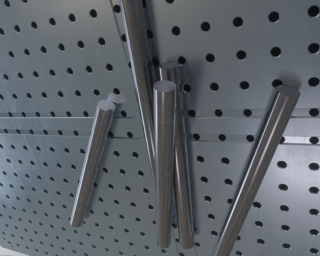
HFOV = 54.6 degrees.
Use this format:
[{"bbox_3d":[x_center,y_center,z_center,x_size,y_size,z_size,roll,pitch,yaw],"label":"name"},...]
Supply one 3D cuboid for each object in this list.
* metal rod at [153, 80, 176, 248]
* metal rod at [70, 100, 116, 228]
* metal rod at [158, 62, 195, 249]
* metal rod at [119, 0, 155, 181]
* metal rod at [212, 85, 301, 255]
[{"bbox_3d":[0.006,0.072,0.425,0.025,0.025,0.298,16,131,19],"label":"metal rod"},{"bbox_3d":[-0.120,0.077,0.522,0.025,0.025,0.298,30,128,9],"label":"metal rod"},{"bbox_3d":[0.027,0.057,0.432,0.025,0.025,0.298,7,122,25],"label":"metal rod"},{"bbox_3d":[-0.020,-0.059,0.385,0.025,0.025,0.298,6,121,25],"label":"metal rod"},{"bbox_3d":[0.112,0.083,0.403,0.025,0.025,0.298,20,126,16],"label":"metal rod"}]
